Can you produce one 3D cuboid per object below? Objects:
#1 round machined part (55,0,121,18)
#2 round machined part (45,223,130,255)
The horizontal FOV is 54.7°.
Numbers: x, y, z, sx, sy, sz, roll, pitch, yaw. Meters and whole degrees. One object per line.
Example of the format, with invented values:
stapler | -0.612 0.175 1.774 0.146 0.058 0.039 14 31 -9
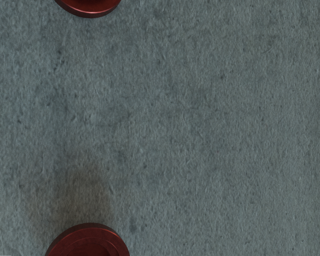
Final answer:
round machined part | -0.086 -0.186 0.368 0.099 0.042 0.097 0 90 -21
round machined part | -0.088 0.161 0.368 0.099 0.042 0.097 0 90 -21
